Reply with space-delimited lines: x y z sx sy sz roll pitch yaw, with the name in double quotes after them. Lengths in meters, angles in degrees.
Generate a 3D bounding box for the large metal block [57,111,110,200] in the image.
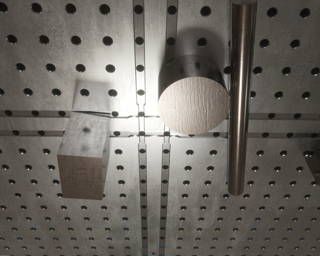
-0.096 0.036 0.405 0.050 0.080 0.079 5 130 -5 "large metal block"

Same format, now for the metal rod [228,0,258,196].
0.102 -0.014 0.401 0.025 0.025 0.298 -6 130 4 "metal rod"

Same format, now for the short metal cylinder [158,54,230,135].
0.038 -0.039 0.363 0.081 0.050 0.079 0 130 0 "short metal cylinder"

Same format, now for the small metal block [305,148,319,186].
0.249 0.058 0.449 0.050 0.050 0.025 6 130 -6 "small metal block"
